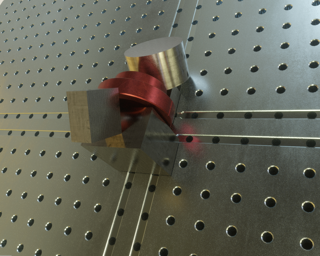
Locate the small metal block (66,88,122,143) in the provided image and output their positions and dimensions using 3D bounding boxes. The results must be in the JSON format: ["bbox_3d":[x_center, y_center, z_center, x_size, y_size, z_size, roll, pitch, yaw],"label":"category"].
[{"bbox_3d":[-0.066,-0.015,0.318,0.025,0.050,0.050,2,101,28],"label":"small metal block"}]

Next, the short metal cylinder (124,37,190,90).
[{"bbox_3d":[-0.003,-0.088,0.425,0.080,0.050,0.080,-12,28,7],"label":"short metal cylinder"}]

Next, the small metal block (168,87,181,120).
[{"bbox_3d":[-0.004,-0.034,0.429,0.050,0.025,0.050,1,62,28],"label":"small metal block"}]

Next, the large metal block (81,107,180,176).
[{"bbox_3d":[-0.033,0.017,0.377,0.080,0.080,0.050,1,62,28],"label":"large metal block"}]

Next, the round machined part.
[{"bbox_3d":[-0.029,-0.034,0.382,0.098,0.098,0.042,1,62,28],"label":"round machined part"}]
